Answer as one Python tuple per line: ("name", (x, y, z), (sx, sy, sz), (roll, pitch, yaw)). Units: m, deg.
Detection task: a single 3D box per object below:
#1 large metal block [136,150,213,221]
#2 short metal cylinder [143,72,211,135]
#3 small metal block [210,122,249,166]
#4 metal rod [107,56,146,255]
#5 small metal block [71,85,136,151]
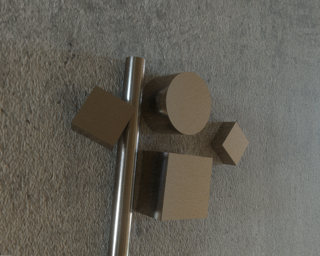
("large metal block", (0.020, 0.074, 0.408), (0.081, 0.050, 0.080), (11, 83, -40))
("short metal cylinder", (0.022, -0.031, 0.409), (0.081, 0.050, 0.079), (0, 90, -40))
("small metal block", (0.114, 0.025, 0.503), (0.050, 0.025, 0.050), (52, 60, -28))
("metal rod", (-0.042, 0.064, 0.371), (0.025, 0.025, 0.298), (8, 85, -40))
("small metal block", (-0.062, -0.010, 0.340), (0.050, 0.025, 0.050), (29, 69, -5))
